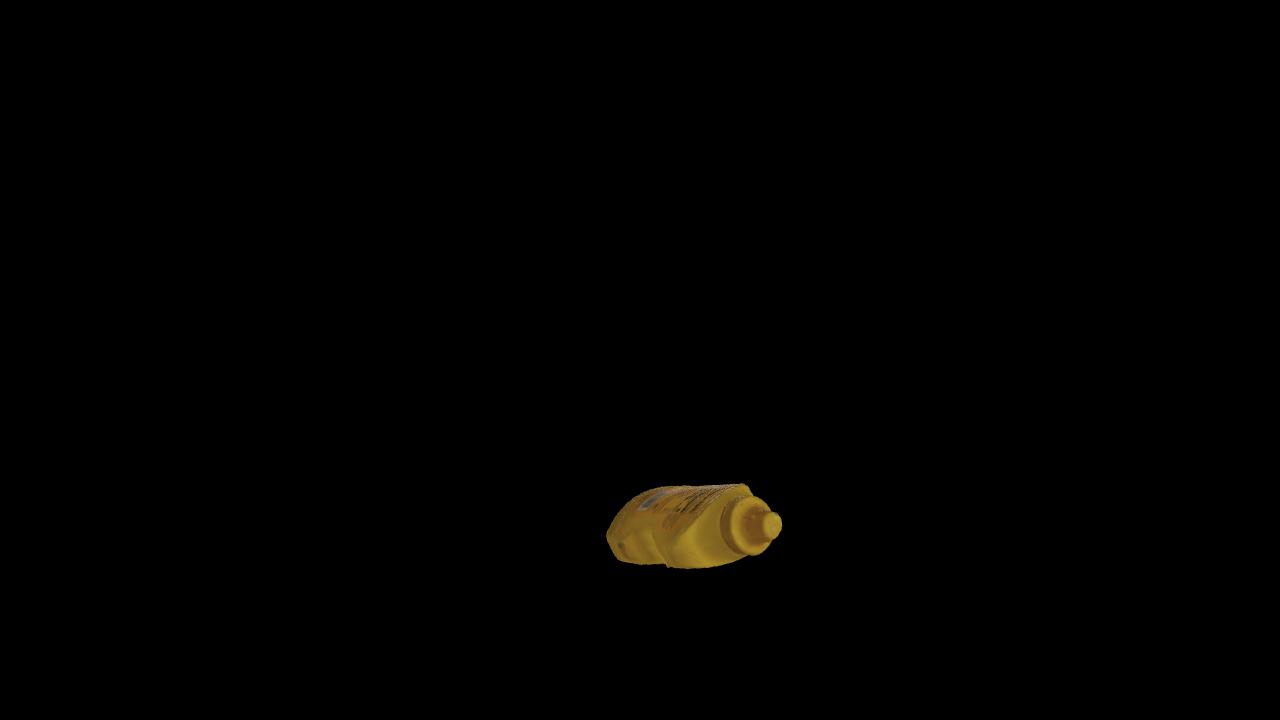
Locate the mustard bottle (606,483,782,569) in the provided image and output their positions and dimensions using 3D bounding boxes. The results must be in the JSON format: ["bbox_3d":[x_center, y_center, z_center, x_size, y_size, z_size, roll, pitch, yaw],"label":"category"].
[{"bbox_3d":[0.049,0.134,0.504,0.092,0.054,0.184,-22,-1,-32],"label":"mustard bottle"}]
